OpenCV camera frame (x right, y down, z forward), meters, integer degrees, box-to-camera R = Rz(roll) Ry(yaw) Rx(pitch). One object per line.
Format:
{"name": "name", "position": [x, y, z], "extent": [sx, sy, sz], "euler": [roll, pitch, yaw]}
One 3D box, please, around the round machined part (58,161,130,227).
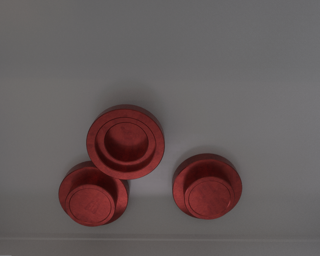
{"name": "round machined part", "position": [-0.094, 0.099, 0.438], "extent": [0.099, 0.042, 0.097], "euler": [0, 110, 0]}

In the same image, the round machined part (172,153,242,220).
{"name": "round machined part", "position": [0.067, 0.088, 0.435], "extent": [0.099, 0.042, 0.097], "euler": [0, 110, 0]}

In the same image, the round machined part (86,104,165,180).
{"name": "round machined part", "position": [-0.043, 0.015, 0.407], "extent": [0.099, 0.042, 0.097], "euler": [0, 110, 0]}
